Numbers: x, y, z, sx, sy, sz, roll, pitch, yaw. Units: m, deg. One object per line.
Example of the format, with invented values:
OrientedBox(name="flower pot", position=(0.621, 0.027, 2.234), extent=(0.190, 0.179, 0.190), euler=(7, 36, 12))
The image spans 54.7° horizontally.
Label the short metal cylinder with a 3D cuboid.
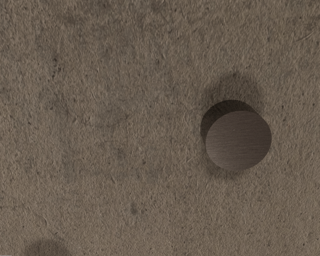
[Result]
OrientedBox(name="short metal cylinder", position=(0.096, 0.008, 0.401), extent=(0.081, 0.050, 0.079), euler=(0, 110, -1))
